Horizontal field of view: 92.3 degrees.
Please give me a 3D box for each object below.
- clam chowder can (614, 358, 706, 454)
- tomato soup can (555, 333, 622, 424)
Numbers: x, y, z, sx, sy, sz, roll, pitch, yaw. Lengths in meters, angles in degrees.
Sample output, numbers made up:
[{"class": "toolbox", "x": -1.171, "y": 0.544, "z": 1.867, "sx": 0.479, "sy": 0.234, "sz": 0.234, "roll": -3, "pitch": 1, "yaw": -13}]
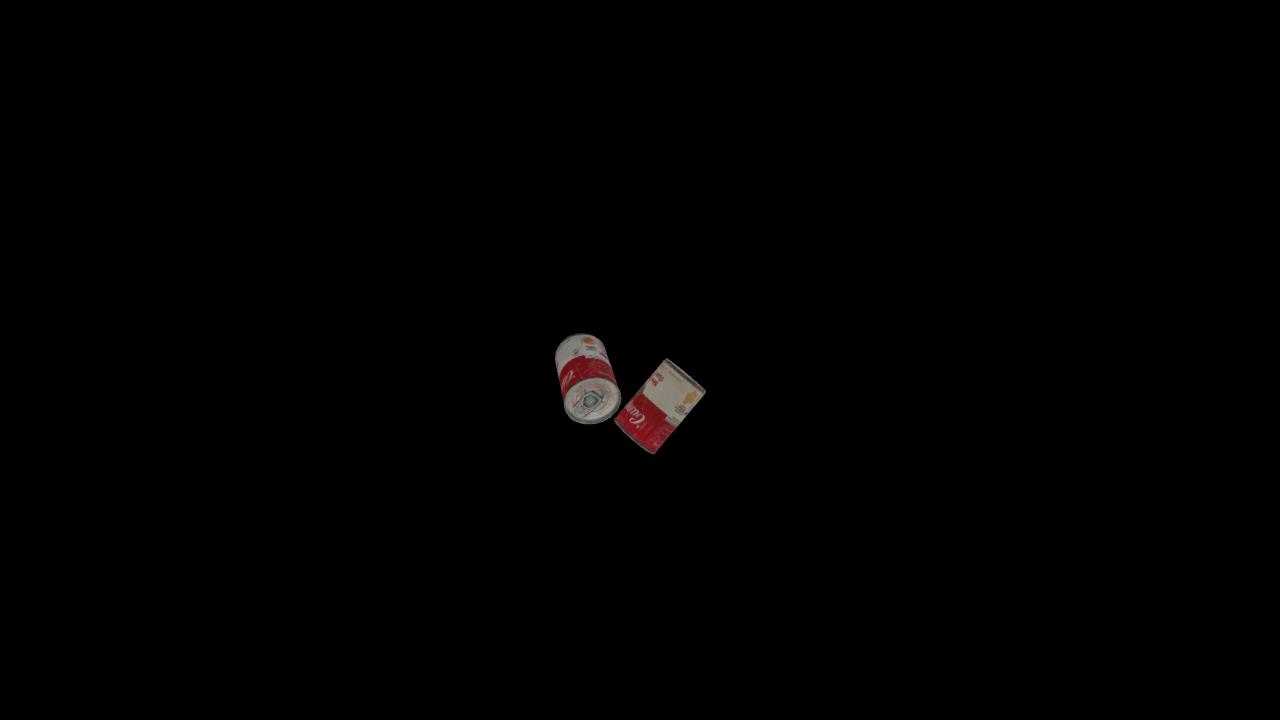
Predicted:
[{"class": "clam chowder can", "x": 0.026, "y": 0.057, "z": 0.762, "sx": 0.068, "sy": 0.102, "sz": 0.068, "roll": 40, "pitch": 3, "yaw": -2}, {"class": "tomato soup can", "x": -0.065, "y": 0.020, "z": 0.743, "sx": 0.068, "sy": 0.068, "sz": 0.101, "roll": 0, "pitch": 34, "yaw": -15}]
